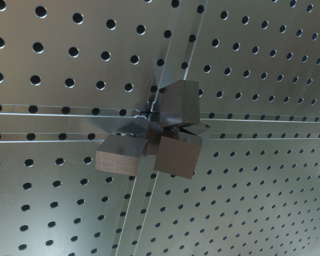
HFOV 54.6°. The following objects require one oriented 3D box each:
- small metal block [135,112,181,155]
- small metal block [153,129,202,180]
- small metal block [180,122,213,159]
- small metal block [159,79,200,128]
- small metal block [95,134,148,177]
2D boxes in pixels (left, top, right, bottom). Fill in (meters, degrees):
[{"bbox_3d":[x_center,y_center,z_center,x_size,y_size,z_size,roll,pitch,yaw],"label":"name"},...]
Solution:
[{"bbox_3d":[-0.003,0.009,0.414,0.050,0.025,0.050,2,117,-29],"label":"small metal block"},{"bbox_3d":[0.023,0.032,0.395,0.050,0.025,0.050,14,115,1],"label":"small metal block"},{"bbox_3d":[0.045,0.021,0.434,0.050,0.025,0.050,-22,134,-55],"label":"small metal block"},{"bbox_3d":[0.023,-0.027,0.377,0.025,0.050,0.050,3,81,-29],"label":"small metal block"},{"bbox_3d":[-0.045,0.032,0.376,0.050,0.050,0.025,9,113,6],"label":"small metal block"}]
